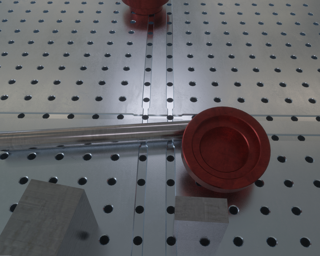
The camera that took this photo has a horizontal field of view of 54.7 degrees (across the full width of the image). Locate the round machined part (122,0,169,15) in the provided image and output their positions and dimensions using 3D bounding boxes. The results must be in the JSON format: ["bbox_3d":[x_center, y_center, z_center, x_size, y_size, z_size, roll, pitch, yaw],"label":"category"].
[{"bbox_3d":[-0.029,-0.261,0.616,0.099,0.042,0.098,0,50,0],"label":"round machined part"}]

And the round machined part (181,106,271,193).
[{"bbox_3d":[0.073,0.027,0.363,0.099,0.042,0.098,1,67,-1],"label":"round machined part"}]

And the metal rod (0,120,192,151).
[{"bbox_3d":[-0.051,0.008,0.400,0.302,0.025,0.025,-3,50,-3],"label":"metal rod"}]

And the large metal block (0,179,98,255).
[{"bbox_3d":[-0.100,0.105,0.282,0.050,0.080,0.080,9,51,8],"label":"large metal block"}]

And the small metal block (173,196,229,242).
[{"bbox_3d":[0.039,0.093,0.313,0.050,0.050,0.025,3,50,2],"label":"small metal block"}]
